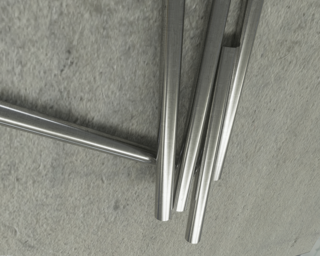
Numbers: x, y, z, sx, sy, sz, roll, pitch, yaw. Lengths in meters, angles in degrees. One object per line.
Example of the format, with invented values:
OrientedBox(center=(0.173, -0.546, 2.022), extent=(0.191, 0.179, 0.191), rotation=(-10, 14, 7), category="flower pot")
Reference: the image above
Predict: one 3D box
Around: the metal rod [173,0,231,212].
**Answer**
OrientedBox(center=(0.049, -0.023, 0.400), extent=(0.025, 0.025, 0.298), rotation=(-2, 113, -28), category="metal rod")

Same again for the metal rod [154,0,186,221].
OrientedBox(center=(0.010, -0.012, 0.383), extent=(0.025, 0.025, 0.298), rotation=(-9, 116, -24), category="metal rod")

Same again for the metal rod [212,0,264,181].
OrientedBox(center=(0.102, -0.052, 0.432), extent=(0.025, 0.025, 0.298), rotation=(-8, 122, -25), category="metal rod")

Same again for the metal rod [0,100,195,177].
OrientedBox(center=(-0.052, 0.024, 0.394), extent=(0.302, 0.025, 0.025), rotation=(20, 108, -36), category="metal rod")

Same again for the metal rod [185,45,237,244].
OrientedBox(center=(0.068, 0.036, 0.441), extent=(0.025, 0.025, 0.298), rotation=(-4, 112, -27), category="metal rod")
